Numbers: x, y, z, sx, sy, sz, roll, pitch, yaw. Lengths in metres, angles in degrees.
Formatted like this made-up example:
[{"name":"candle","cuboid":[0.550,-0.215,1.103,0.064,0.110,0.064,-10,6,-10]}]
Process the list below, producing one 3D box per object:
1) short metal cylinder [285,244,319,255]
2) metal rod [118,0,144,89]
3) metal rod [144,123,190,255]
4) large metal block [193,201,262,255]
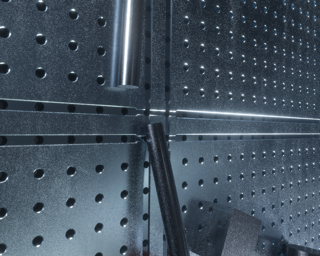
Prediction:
[{"name":"short metal cylinder","cuboid":[0.290,0.268,0.617,0.080,0.080,0.050,17,79,-39]},{"name":"metal rod","cuboid":[-0.029,-0.199,0.383,0.025,0.025,0.298,6,87,-40]},{"name":"metal rod","cuboid":[0.021,0.141,0.383,0.025,0.025,0.298,-5,80,-40]},{"name":"large metal block","cuboid":[0.107,0.169,0.483,0.080,0.050,0.080,31,71,-36]}]
